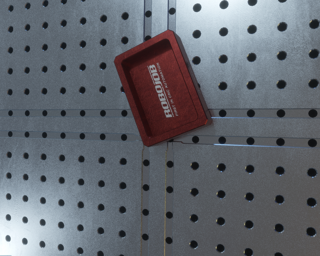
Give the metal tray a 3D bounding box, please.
[{"bbox_3d":[0.003,-0.050,0.409,0.090,0.030,0.130,-22,83,18],"label":"metal tray"}]
